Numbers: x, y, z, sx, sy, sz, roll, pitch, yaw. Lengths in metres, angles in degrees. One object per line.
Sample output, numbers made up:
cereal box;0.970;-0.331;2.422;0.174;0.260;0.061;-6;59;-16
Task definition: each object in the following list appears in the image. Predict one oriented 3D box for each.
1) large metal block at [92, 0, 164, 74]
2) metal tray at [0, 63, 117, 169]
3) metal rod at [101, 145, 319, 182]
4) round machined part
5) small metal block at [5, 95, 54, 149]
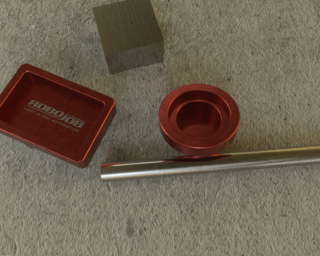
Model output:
large metal block;-0.044;-0.132;0.443;0.081;0.050;0.080;-15;71;-6
metal tray;-0.132;-0.016;0.384;0.130;0.030;0.090;22;69;6
metal rod;0.079;0.044;0.392;0.302;0.025;0.025;-4;70;-2
round machined part;0.049;-0.006;0.394;0.099;0.042;0.098;-1;56;2
small metal block;-0.166;-0.009;0.410;0.050;0.025;0.050;-37;74;-13
